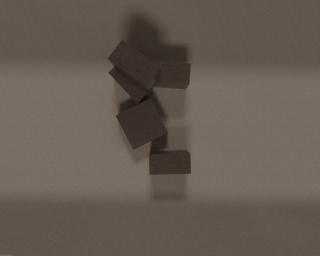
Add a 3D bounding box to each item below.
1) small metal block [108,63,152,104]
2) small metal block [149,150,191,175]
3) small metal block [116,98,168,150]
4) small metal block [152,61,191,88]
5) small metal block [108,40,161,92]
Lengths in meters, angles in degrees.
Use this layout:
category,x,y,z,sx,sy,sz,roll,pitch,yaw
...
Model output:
category,x,y,z,sx,sy,sz,roll,pitch,yaw
small metal block,-0.036,-0.057,0.398,0.025,0.050,0.050,-43,90,0
small metal block,0.012,0.043,0.399,0.050,0.050,0.025,-1,90,-1
small metal block,-0.023,-0.005,0.411,0.050,0.025,0.050,-27,91,0
small metal block,0.011,-0.067,0.399,0.050,0.050,0.025,4,90,-1
small metal block,-0.027,-0.068,0.349,0.050,0.050,0.025,36,90,0
